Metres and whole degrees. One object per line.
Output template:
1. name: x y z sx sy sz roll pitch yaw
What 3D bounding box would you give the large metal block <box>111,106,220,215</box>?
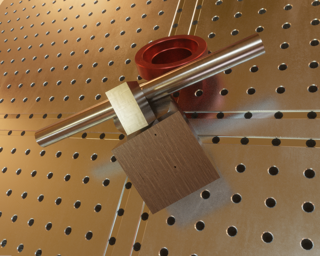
1. large metal block: 0.007 0.032 0.338 0.080 0.050 0.080 -31 97 8

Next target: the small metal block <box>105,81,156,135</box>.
1. small metal block: -0.030 -0.024 0.343 0.025 0.050 0.050 -26 95 12

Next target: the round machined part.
1. round machined part: 0.018 -0.088 0.426 0.098 0.042 0.098 -9 37 7

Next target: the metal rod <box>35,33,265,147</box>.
1. metal rod: -0.024 -0.040 0.379 0.301 0.025 0.025 -22 54 14

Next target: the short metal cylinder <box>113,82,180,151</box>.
1. short metal cylinder: -0.013 -0.014 0.406 0.080 0.050 0.080 -13 56 20
